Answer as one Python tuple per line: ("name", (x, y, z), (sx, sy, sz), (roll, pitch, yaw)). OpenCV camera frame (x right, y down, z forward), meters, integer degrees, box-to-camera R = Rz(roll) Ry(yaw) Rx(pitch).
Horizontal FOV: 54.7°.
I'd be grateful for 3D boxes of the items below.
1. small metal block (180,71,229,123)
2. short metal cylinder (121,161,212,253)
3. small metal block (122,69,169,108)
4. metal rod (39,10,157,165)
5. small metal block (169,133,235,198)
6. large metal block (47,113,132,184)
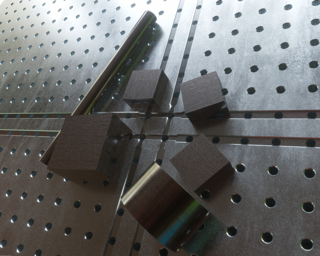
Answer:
("small metal block", (0.057, -0.040, 0.402), (0.050, 0.025, 0.050), (-18, 55, 17))
("short metal cylinder", (0.006, 0.079, 0.320), (0.050, 0.080, 0.080), (-47, 52, -5))
("small metal block", (-0.020, -0.057, 0.453), (0.050, 0.025, 0.050), (3, 63, 29))
("metal rod", (-0.092, -0.069, 0.497), (0.025, 0.025, 0.300), (22, 73, 35))
("small metal block", (0.048, 0.043, 0.356), (0.050, 0.025, 0.050), (-40, 51, 0))
("large metal block", (-0.094, 0.028, 0.423), (0.080, 0.050, 0.080), (-2, 61, 26))
